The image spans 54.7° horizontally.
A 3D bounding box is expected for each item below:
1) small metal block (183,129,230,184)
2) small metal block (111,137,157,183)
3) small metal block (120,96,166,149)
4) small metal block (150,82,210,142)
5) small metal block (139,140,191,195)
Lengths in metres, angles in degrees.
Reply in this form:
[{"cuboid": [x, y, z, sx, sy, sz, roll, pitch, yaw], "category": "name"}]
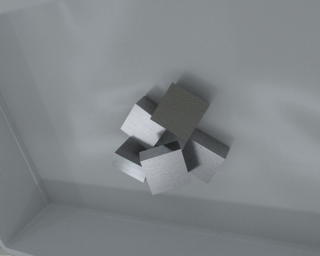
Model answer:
[{"cuboid": [0.054, 0.037, 0.399, 0.050, 0.025, 0.050, 31, 128, 8], "category": "small metal block"}, {"cuboid": [-0.031, 0.041, 0.429, 0.050, 0.050, 0.025, 26, 127, 11], "category": "small metal block"}, {"cuboid": [-0.017, -0.006, 0.409, 0.050, 0.025, 0.050, 37, 129, 2], "category": "small metal block"}, {"cuboid": [0.024, -0.019, 0.367, 0.050, 0.025, 0.050, 32, 95, 6], "category": "small metal block"}, {"cuboid": [0.006, 0.049, 0.386, 0.050, 0.025, 0.050, -18, 113, 0], "category": "small metal block"}]
